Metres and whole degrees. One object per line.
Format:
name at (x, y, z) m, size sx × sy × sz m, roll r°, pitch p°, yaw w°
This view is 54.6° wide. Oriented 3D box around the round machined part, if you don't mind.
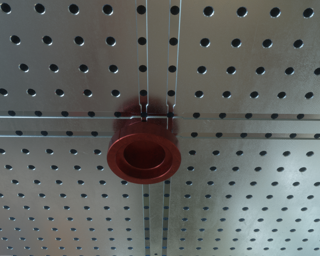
round machined part at (-0.021, 0.030, 0.426) m, size 0.099 × 0.042 × 0.097 m, roll 0°, pitch 130°, yaw 0°
